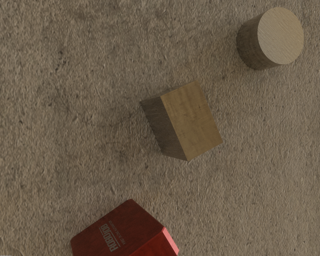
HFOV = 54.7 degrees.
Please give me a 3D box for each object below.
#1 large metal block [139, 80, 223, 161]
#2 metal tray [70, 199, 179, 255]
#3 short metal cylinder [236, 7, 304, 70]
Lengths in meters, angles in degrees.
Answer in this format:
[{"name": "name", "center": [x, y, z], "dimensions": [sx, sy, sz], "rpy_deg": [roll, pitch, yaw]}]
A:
[{"name": "large metal block", "center": [0.024, -0.009, 0.389], "dimensions": [0.050, 0.080, 0.080], "rpy_deg": [-26, 99, -18]}, {"name": "metal tray", "center": [-0.046, 0.128, 0.337], "dimensions": [0.090, 0.130, 0.030], "rpy_deg": [-32, 101, -17]}, {"name": "short metal cylinder", "center": [0.161, -0.129, 0.455], "dimensions": [0.081, 0.050, 0.080], "rpy_deg": [0, 90, -20]}]
